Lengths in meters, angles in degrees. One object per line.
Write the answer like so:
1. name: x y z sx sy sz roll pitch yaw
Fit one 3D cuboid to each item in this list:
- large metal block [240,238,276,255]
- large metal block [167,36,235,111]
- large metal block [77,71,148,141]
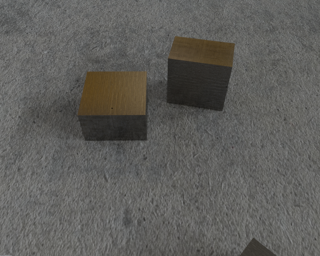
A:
1. large metal block: 0.084 0.156 0.256 0.080 0.050 0.080 36 58 26
2. large metal block: 0.055 -0.074 0.430 0.080 0.080 0.050 9 51 8
3. large metal block: -0.058 -0.030 0.412 0.081 0.050 0.080 0 50 0
